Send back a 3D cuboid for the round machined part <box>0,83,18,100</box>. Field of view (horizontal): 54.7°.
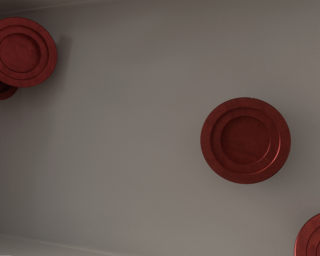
[{"bbox_3d":[-0.263,-0.088,0.465,0.042,0.098,0.097,-6,88,21],"label":"round machined part"}]

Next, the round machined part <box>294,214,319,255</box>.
[{"bbox_3d":[0.192,0.137,0.321,0.098,0.042,0.098,-7,64,16],"label":"round machined part"}]

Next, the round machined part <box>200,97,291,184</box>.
[{"bbox_3d":[0.101,0.014,0.366,0.098,0.042,0.097,0,90,20],"label":"round machined part"}]

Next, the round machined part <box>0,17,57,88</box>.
[{"bbox_3d":[-0.206,-0.110,0.455,0.042,0.099,0.097,19,98,58],"label":"round machined part"}]
